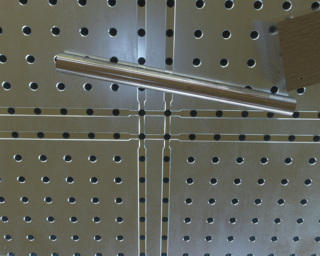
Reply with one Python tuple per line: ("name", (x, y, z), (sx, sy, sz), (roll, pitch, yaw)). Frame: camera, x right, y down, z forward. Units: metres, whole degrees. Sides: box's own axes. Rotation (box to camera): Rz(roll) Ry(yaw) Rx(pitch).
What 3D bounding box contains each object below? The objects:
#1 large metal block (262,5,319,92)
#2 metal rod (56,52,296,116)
("large metal block", (0.175, -0.097, 0.367), (0.080, 0.050, 0.080), (-15, 110, 5))
("metal rod", (0.024, -0.055, 0.393), (0.302, 0.025, 0.025), (10, 110, -5))
